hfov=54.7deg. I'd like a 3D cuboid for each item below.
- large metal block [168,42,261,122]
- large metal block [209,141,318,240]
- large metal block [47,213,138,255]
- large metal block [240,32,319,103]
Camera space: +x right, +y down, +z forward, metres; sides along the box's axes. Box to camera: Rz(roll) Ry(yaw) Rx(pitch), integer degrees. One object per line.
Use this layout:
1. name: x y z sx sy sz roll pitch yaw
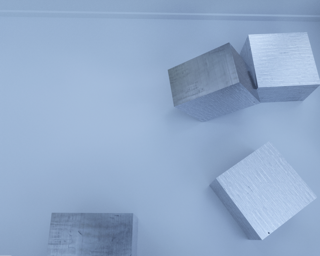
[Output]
1. large metal block: 0.068 -0.051 0.384 0.080 0.080 0.050 -19 68 28
2. large metal block: 0.119 0.075 0.370 0.080 0.050 0.080 -32 74 -11
3. large metal block: -0.067 0.121 0.335 0.081 0.080 0.050 0 70 0
4. large metal block: 0.162 -0.082 0.429 0.081 0.050 0.080 -3 70 -2
